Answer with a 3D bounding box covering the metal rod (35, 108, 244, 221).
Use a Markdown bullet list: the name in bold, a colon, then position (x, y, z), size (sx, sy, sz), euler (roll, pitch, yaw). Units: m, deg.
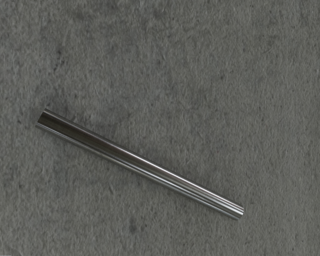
- **metal rod**: position (-0.013, 0.056, 0.405), size (0.301, 0.025, 0.025), euler (28, 81, -18)
